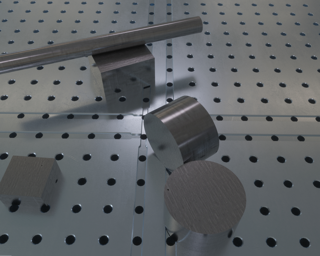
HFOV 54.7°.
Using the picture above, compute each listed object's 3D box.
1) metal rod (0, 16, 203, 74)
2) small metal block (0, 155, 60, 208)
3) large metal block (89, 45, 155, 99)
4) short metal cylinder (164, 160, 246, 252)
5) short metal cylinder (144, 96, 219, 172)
[{"bbox_3d":[-0.082,-0.120,0.443,0.302,0.025,0.025,-15,52,-13],"label":"metal rod"},{"bbox_3d":[-0.149,0.061,0.355,0.050,0.025,0.050,4,50,3],"label":"small metal block"},{"bbox_3d":[-0.061,-0.100,0.475,0.081,0.050,0.080,-19,53,-16],"label":"large metal block"},{"bbox_3d":[0.044,0.081,0.324,0.081,0.050,0.080,0,50,0],"label":"short metal cylinder"},{"bbox_3d":[0.024,0.008,0.365,0.050,0.080,0.080,-28,56,-21],"label":"short metal cylinder"}]
